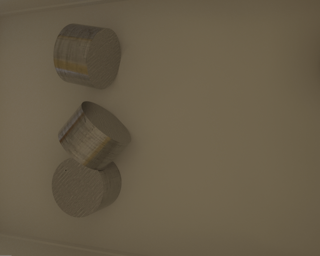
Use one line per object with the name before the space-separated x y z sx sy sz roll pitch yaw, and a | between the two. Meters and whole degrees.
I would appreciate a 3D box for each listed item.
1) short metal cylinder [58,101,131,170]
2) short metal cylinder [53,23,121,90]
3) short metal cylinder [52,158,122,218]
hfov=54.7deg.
short metal cylinder | -0.085 0.010 0.411 0.080 0.080 0.050 46 104 14
short metal cylinder | -0.095 -0.096 0.415 0.050 0.080 0.080 14 95 19
short metal cylinder | -0.101 0.078 0.433 0.080 0.050 0.080 0 90 20
